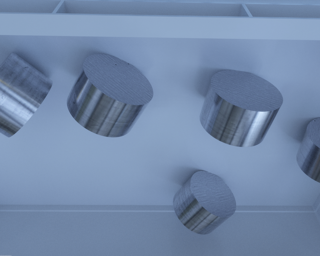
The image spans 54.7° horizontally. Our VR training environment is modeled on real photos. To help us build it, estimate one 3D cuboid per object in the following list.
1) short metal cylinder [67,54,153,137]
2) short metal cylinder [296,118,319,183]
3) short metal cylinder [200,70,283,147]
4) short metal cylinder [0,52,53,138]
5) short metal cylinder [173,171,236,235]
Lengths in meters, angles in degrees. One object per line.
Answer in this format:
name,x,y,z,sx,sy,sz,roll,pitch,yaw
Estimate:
short metal cylinder,-0.055,-0.036,0.342,0.080,0.080,0.050,23,126,-19
short metal cylinder,0.226,0.030,0.402,0.081,0.080,0.050,-1,130,0
short metal cylinder,0.091,-0.024,0.354,0.081,0.080,0.050,7,130,-7
short metal cylinder,-0.165,-0.036,0.340,0.080,0.080,0.050,-35,122,25
short metal cylinder,0.067,0.112,0.470,0.080,0.080,0.050,23,126,-19
